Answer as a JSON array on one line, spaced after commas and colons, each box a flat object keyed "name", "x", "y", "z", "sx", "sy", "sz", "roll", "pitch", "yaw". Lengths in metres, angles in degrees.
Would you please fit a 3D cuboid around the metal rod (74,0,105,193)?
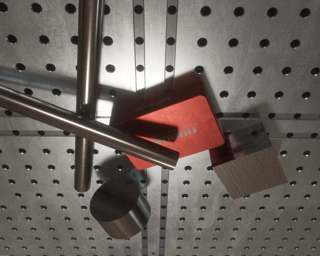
[{"name": "metal rod", "x": -0.094, "y": -0.020, "z": 0.393, "sx": 0.025, "sy": 0.025, "sz": 0.298, "roll": 8, "pitch": 130, "yaw": -8}]

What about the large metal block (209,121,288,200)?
[{"name": "large metal block", "x": 0.123, "y": 0.048, "z": 0.438, "sx": 0.080, "sy": 0.050, "sz": 0.080, "roll": -23, "pitch": 127, "yaw": 18}]

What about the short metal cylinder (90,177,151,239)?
[{"name": "short metal cylinder", "x": -0.060, "y": 0.123, "z": 0.479, "sx": 0.080, "sy": 0.080, "sz": 0.050, "roll": -14, "pitch": 129, "yaw": 11}]

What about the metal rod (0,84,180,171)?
[{"name": "metal rod", "x": -0.120, "y": -0.012, "z": 0.370, "sx": 0.302, "sy": 0.025, "sz": 0.025, "roll": 21, "pitch": 127, "yaw": -7}]

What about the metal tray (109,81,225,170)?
[{"name": "metal tray", "x": 0.010, "y": 0.001, "z": 0.410, "sx": 0.130, "sy": 0.030, "sz": 0.090, "roll": -19, "pitch": 128, "yaw": 15}]
